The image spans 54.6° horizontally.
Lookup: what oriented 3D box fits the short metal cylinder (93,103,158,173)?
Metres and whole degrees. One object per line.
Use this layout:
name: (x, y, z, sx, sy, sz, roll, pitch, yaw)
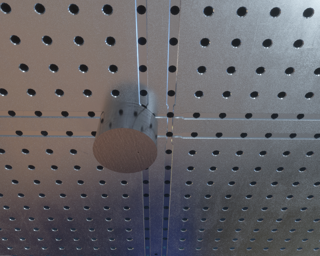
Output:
short metal cylinder: (-0.043, 0.014, 0.407, 0.080, 0.050, 0.080, 0, 131, 0)
